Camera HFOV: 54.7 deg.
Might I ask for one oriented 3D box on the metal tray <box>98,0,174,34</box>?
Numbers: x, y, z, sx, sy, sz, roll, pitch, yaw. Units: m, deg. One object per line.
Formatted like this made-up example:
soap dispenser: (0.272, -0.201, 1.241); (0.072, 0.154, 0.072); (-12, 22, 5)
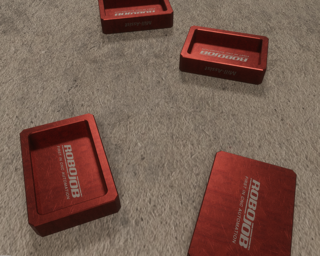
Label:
metal tray: (-0.047, -0.221, 0.584); (0.131, 0.030, 0.090); (-8, 51, -8)

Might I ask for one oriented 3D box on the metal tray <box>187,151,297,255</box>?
metal tray: (0.088, 0.092, 0.324); (0.090, 0.030, 0.130); (15, 51, 12)

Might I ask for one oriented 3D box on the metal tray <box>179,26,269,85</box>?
metal tray: (0.104, -0.121, 0.502); (0.131, 0.030, 0.090); (12, 51, 9)

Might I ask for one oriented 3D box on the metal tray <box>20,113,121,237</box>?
metal tray: (-0.106, 0.047, 0.358); (0.091, 0.030, 0.130); (-15, 52, -13)
